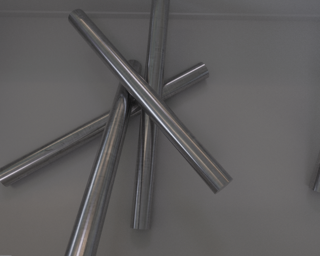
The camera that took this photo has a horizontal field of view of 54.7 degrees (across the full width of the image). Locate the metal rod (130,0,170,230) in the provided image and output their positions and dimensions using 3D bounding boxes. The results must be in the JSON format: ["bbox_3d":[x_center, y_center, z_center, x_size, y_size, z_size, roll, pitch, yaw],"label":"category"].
[{"bbox_3d":[-0.011,-0.028,0.395,0.025,0.025,0.299,4,79,1],"label":"metal rod"}]

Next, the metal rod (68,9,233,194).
[{"bbox_3d":[-0.024,-0.046,0.375,0.025,0.025,0.300,-36,69,-12],"label":"metal rod"}]

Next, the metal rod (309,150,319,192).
[{"bbox_3d":[0.235,-0.066,0.374,0.025,0.025,0.298,15,94,5],"label":"metal rod"}]

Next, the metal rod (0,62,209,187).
[{"bbox_3d":[-0.067,-0.010,0.412,0.301,0.025,0.025,-29,73,-10],"label":"metal rod"}]

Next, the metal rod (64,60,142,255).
[{"bbox_3d":[-0.053,0.019,0.339,0.025,0.025,0.300,6,46,2],"label":"metal rod"}]
